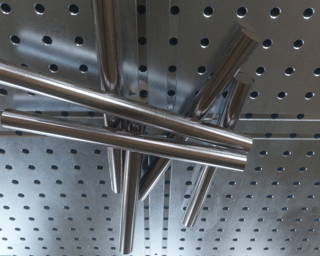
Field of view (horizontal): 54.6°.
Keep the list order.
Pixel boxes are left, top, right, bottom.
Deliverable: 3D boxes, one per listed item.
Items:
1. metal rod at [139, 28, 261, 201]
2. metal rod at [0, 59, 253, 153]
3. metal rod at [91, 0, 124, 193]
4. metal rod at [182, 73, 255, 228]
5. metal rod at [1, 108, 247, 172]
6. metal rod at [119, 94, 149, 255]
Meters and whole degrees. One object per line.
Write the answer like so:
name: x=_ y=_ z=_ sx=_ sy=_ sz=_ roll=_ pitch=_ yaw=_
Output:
metal rod: x=0.031 y=0.004 z=0.415 sx=0.025 sy=0.025 sz=0.298 roll=20 pitch=127 yaw=-16
metal rod: x=-0.030 y=-0.020 z=0.360 sx=0.302 sy=0.025 sz=0.025 roll=16 pitch=128 yaw=-14
metal rod: x=-0.059 y=-0.020 z=0.393 sx=0.025 sy=0.025 sz=0.298 roll=1 pitch=130 yaw=-1
metal rod: x=0.075 y=0.054 z=0.457 sx=0.025 sy=0.025 sz=0.298 roll=7 pitch=130 yaw=-6
metal rod: x=-0.046 y=0.014 z=0.385 sx=0.301 sy=0.025 sz=0.025 roll=10 pitch=130 yaw=3
metal rod: x=-0.043 y=0.088 z=0.463 sx=0.025 sy=0.025 sz=0.298 roll=5 pitch=123 yaw=-4
